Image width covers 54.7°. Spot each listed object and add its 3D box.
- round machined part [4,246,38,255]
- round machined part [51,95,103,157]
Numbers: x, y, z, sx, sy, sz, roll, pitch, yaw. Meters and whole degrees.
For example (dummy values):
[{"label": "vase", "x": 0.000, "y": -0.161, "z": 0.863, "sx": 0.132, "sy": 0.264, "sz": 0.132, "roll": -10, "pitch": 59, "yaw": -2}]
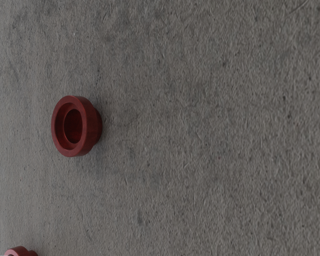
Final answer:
[{"label": "round machined part", "x": -0.273, "y": 0.285, "z": 0.620, "sx": 0.098, "sy": 0.042, "sz": 0.097, "roll": 0, "pitch": 90, "yaw": 40}, {"label": "round machined part", "x": -0.131, "y": -0.003, "z": 0.503, "sx": 0.098, "sy": 0.042, "sz": 0.097, "roll": 0, "pitch": 90, "yaw": 40}]
